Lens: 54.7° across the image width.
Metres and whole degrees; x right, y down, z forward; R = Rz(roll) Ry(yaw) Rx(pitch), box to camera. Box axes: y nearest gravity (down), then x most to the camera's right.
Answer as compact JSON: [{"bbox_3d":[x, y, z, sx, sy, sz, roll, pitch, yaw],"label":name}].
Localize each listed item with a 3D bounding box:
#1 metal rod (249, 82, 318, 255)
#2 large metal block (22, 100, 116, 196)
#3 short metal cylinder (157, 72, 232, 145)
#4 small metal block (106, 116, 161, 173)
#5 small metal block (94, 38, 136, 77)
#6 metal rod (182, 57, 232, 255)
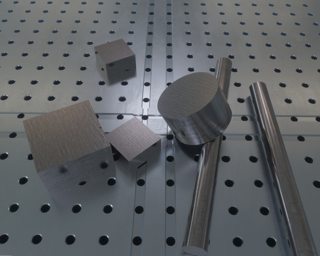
[{"bbox_3d":[0.142,0.056,0.361,0.025,0.025,0.300,1,50,0],"label":"metal rod"},{"bbox_3d":[-0.108,0.021,0.373,0.081,0.050,0.080,-21,53,-17],"label":"large metal block"},{"bbox_3d":[0.044,-0.025,0.392,0.080,0.050,0.080,-20,40,18],"label":"short metal cylinder"},{"bbox_3d":[-0.034,0.020,0.391,0.050,0.025,0.050,-35,58,-26],"label":"small metal block"},{"bbox_3d":[-0.073,-0.116,0.504,0.050,0.025,0.050,-23,54,-18],"label":"small metal block"},{"bbox_3d":[0.068,0.010,0.399,0.025,0.025,0.300,10,51,8],"label":"metal rod"}]
